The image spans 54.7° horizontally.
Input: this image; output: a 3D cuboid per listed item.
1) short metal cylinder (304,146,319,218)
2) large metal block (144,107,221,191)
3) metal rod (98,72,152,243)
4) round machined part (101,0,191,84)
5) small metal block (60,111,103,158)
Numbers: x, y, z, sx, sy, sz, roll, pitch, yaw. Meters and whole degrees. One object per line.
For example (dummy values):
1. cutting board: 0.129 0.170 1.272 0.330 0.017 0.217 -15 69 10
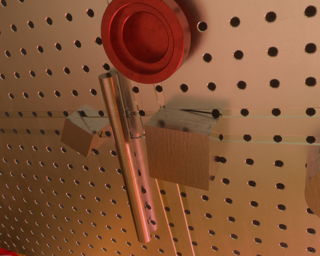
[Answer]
1. short metal cylinder: 0.198 0.058 0.327 0.080 0.050 0.079 13 124 20
2. large metal block: 0.031 0.025 0.393 0.080 0.050 0.079 9 123 23
3. metal rod: -0.047 0.061 0.472 0.025 0.025 0.298 5 121 25
4. round machined part: -0.012 -0.102 0.343 0.098 0.042 0.097 13 124 20
5. small metal block: -0.122 0.010 0.479 0.050 0.025 0.050 32 128 7
